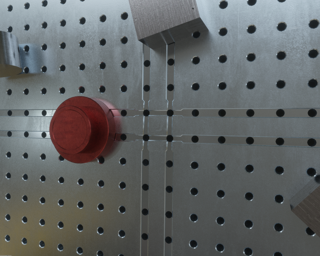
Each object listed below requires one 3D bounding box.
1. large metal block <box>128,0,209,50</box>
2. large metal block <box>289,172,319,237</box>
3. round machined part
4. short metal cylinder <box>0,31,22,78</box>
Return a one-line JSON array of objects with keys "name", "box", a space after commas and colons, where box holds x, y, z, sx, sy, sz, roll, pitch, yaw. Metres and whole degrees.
[{"name": "large metal block", "box": [0.009, -0.157, 0.396, 0.080, 0.050, 0.080, -15, 85, 19]}, {"name": "large metal block", "box": [0.200, 0.085, 0.329, 0.080, 0.050, 0.080, 45, 104, 14]}, {"name": "round machined part", "box": [-0.118, 0.002, 0.445, 0.098, 0.042, 0.097, 0, 90, 20]}, {"name": "short metal cylinder", "box": [-0.258, -0.111, 0.475, 0.080, 0.080, 0.050, -9, 87, 20]}]
